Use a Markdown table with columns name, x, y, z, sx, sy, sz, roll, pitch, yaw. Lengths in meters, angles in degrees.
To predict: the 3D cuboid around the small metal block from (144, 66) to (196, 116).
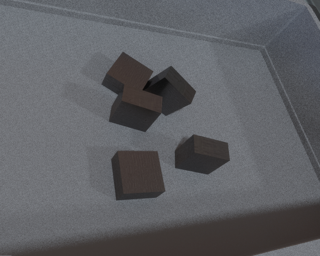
| name | x | y | z | sx | sy | sz | roll | pitch | yaw |
| --- | --- | --- | --- | --- | --- | --- | --- | --- | --- |
| small metal block | 0.011 | -0.049 | 0.419 | 0.050 | 0.050 | 0.025 | 43 | 49 | -21 |

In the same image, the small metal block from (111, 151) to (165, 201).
| name | x | y | z | sx | sy | sz | roll | pitch | yaw |
| --- | --- | --- | --- | --- | --- | --- | --- | --- | --- |
| small metal block | -0.026 | 0.055 | 0.360 | 0.050 | 0.025 | 0.050 | 3 | 61 | -27 |

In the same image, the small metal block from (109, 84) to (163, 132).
| name | x | y | z | sx | sy | sz | roll | pitch | yaw |
| --- | --- | --- | --- | --- | --- | --- | --- | --- | --- |
| small metal block | -0.031 | -0.023 | 0.389 | 0.050 | 0.050 | 0.025 | 17 | 55 | -19 |

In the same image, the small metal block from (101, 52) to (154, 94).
| name | x | y | z | sx | sy | sz | roll | pitch | yaw |
| --- | --- | --- | --- | --- | --- | --- | --- | --- | --- |
| small metal block | -0.044 | -0.069 | 0.425 | 0.050 | 0.025 | 0.050 | 32 | 51 | -8 |

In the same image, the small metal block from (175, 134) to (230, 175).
| name | x | y | z | sx | sy | sz | roll | pitch | yaw |
| --- | --- | --- | --- | --- | --- | --- | --- | --- | --- |
| small metal block | 0.053 | 0.035 | 0.398 | 0.050 | 0.050 | 0.025 | 14 | 56 | -21 |
